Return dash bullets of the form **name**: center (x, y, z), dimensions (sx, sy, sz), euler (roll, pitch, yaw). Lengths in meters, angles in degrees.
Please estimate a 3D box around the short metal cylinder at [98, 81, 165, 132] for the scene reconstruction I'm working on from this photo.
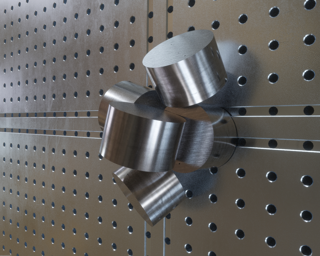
- **short metal cylinder**: center (-0.032, -0.016, 0.400), dimensions (0.050, 0.081, 0.079), euler (24, 105, 37)

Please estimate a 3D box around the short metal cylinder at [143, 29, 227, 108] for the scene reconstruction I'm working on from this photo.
- **short metal cylinder**: center (0.028, -0.066, 0.341), dimensions (0.080, 0.080, 0.050), euler (3, 132, 40)

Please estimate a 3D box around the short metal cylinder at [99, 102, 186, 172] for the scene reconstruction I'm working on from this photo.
- **short metal cylinder**: center (-0.018, 0.007, 0.322), dimensions (0.080, 0.081, 0.050), euler (22, 104, 38)

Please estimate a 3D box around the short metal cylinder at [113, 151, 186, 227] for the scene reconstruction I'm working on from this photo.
- **short metal cylinder**: center (-0.014, 0.072, 0.377), dimensions (0.080, 0.050, 0.080), euler (46, 160, 23)

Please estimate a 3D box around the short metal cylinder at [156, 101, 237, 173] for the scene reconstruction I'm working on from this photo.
- **short metal cylinder**: center (0.040, 0.010, 0.359), dimensions (0.080, 0.050, 0.080), euler (-1, 88, 40)
